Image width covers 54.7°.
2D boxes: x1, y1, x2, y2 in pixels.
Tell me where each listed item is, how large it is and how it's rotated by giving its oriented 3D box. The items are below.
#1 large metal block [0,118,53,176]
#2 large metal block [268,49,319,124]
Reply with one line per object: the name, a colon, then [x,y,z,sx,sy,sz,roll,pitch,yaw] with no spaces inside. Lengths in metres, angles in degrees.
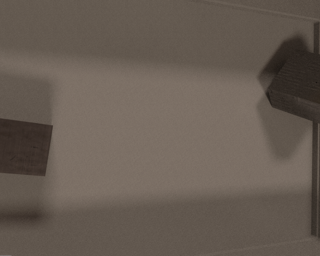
large metal block: [-0.159,0.016,0.323,0.081,0.080,0.050,9,87,-20]
large metal block: [0.220,-0.062,0.457,0.080,0.080,0.050,-52,141,-13]
